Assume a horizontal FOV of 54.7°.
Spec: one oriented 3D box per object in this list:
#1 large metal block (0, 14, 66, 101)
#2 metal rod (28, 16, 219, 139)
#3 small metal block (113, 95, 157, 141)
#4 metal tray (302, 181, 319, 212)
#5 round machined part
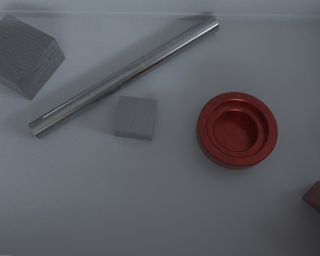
[{"bbox_3d":[-0.195,-0.098,0.430,0.080,0.050,0.080,29,72,9],"label":"large metal block"},{"bbox_3d":[-0.042,-0.076,0.436,0.301,0.025,0.025,-33,74,-12],"label":"metal rod"},{"bbox_3d":[-0.032,-0.013,0.414,0.050,0.025,0.050,7,70,2],"label":"small metal block"},{"bbox_3d":[0.210,0.098,0.319,0.090,0.130,0.030,40,92,13],"label":"metal tray"},{"bbox_3d":[0.095,0.006,0.400,0.099,0.042,0.098,0,70,-1],"label":"round machined part"}]
